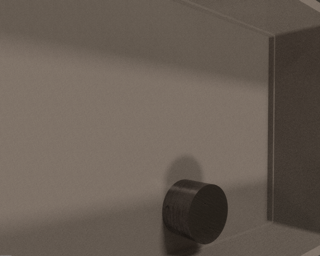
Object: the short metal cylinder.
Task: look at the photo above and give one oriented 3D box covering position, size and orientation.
[{"bbox_3d":[0.050,0.115,0.435,0.081,0.050,0.079,0,90,-40],"label":"short metal cylinder"}]
